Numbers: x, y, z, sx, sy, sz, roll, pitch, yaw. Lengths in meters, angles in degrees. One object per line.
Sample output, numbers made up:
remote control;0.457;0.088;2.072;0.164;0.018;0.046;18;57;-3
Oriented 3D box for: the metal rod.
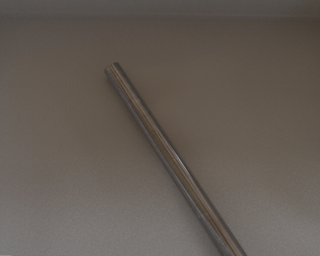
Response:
metal rod;0.011;0.035;0.396;0.025;0.025;0.299;-30;73;-10
